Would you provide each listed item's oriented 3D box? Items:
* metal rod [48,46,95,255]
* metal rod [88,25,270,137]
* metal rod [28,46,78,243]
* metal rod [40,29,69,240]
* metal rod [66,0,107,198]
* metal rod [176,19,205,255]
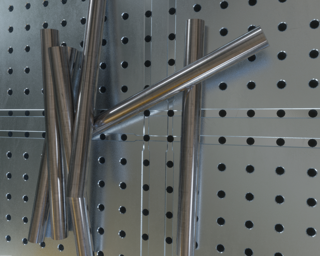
[{"bbox_3d":[-0.122,0.041,0.431,0.025,0.025,0.298,-3,98,20],"label":"metal rod"},{"bbox_3d":[-0.010,-0.041,0.396,0.300,0.025,0.025,-25,82,26],"label":"metal rod"},{"bbox_3d":[-0.164,0.027,0.471,0.025,0.025,0.298,12,94,19],"label":"metal rod"},{"bbox_3d":[-0.151,0.013,0.445,0.025,0.025,0.298,2,97,20],"label":"metal rod"},{"bbox_3d":[-0.098,-0.058,0.422,0.025,0.025,0.299,1,81,20],"label":"metal rod"},{"bbox_3d":[0.039,0.013,0.399,0.025,0.025,0.298,3,91,20],"label":"metal rod"}]
